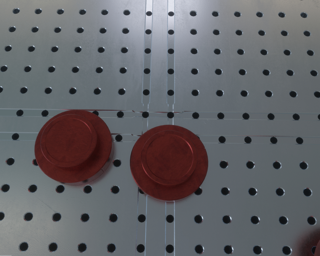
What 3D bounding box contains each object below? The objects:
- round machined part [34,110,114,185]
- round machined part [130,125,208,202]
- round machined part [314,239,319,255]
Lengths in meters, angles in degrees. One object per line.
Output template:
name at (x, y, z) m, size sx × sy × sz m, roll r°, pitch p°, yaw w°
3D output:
round machined part at (-0.111, 0.021, 0.394) m, size 0.099 × 0.042 × 0.098 m, roll 0°, pitch 70°, yaw 0°
round machined part at (0.012, 0.041, 0.388) m, size 0.099 × 0.042 × 0.098 m, roll 0°, pitch 70°, yaw 0°
round machined part at (0.221, 0.158, 0.346) m, size 0.099 × 0.042 × 0.098 m, roll 0°, pitch 70°, yaw 0°
